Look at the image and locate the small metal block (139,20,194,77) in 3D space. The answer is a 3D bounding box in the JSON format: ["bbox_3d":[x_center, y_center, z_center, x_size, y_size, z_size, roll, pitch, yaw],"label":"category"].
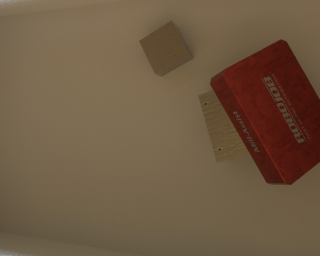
[{"bbox_3d":[0.008,-0.103,0.407,0.050,0.025,0.050,-28,81,17],"label":"small metal block"}]

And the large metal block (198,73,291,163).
[{"bbox_3d":[0.099,-0.010,0.362,0.080,0.050,0.080,-16,85,19],"label":"large metal block"}]

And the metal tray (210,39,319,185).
[{"bbox_3d":[0.123,-0.017,0.327,0.091,0.030,0.130,-30,91,-20],"label":"metal tray"}]
